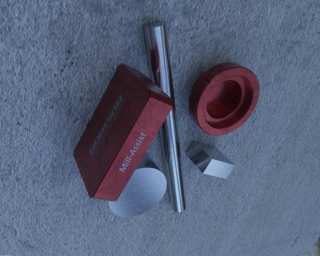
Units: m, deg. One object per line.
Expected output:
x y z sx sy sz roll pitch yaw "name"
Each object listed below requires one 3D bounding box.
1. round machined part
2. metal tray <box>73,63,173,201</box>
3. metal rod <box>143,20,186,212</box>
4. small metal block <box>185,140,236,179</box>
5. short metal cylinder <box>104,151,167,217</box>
0.081 -0.042 0.417 0.099 0.042 0.097 -14 125 -21 "round machined part"
-0.047 0.003 0.344 0.030 0.090 0.129 20 108 -36 "metal tray"
0.013 0.007 0.422 0.025 0.025 0.298 -21 127 -17 "metal rod"
0.074 0.047 0.460 0.050 0.050 0.025 18 109 -36 "small metal block"
-0.038 0.072 0.417 0.081 0.050 0.079 -14 125 -21 "short metal cylinder"
